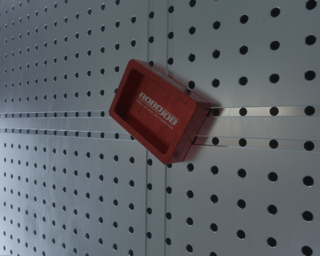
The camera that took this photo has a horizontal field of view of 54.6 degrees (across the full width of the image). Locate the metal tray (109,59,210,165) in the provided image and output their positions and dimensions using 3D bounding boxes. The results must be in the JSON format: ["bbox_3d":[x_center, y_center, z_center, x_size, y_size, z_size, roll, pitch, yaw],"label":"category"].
[{"bbox_3d":[-0.007,-0.024,0.412,0.130,0.030,0.089,39,114,33],"label":"metal tray"}]
